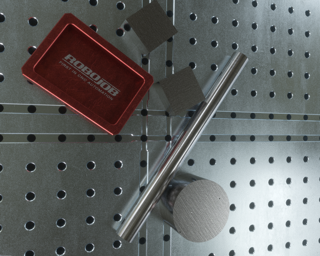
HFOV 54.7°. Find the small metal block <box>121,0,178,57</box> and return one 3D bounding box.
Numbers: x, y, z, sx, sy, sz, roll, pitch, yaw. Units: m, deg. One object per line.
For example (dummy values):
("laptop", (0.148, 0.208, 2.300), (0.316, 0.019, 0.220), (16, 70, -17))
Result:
("small metal block", (-0.014, -0.131, 0.407), (0.050, 0.025, 0.050), (-40, 103, -16))

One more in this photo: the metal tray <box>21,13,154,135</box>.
("metal tray", (-0.084, -0.062, 0.378), (0.130, 0.030, 0.090), (36, 78, -17))

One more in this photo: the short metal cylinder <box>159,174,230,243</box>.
("short metal cylinder", (0.045, 0.105, 0.416), (0.081, 0.050, 0.080), (0, 90, -20))

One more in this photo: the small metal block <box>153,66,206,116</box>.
("small metal block", (0.026, -0.050, 0.422), (0.050, 0.025, 0.050), (-30, 100, -18))

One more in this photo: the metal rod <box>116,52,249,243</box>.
("metal rod", (0.036, 0.018, 0.425), (0.025, 0.025, 0.300), (38, 78, -16))
